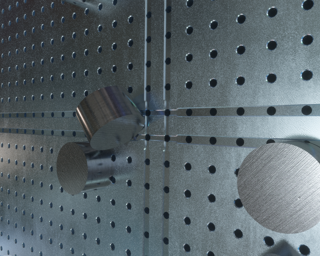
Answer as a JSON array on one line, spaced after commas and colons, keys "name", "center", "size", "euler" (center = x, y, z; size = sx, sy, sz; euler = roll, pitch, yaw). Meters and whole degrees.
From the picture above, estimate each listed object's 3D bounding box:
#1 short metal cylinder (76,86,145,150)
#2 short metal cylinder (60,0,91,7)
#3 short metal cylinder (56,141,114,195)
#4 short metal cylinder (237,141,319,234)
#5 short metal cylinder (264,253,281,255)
[{"name": "short metal cylinder", "center": [-0.068, -0.013, 0.427], "size": [0.080, 0.081, 0.050], "euler": [-45, 63, 30]}, {"name": "short metal cylinder", "center": [-0.147, -0.249, 0.512], "size": [0.080, 0.050, 0.079], "euler": [0, 90, 39]}, {"name": "short metal cylinder", "center": [-0.118, 0.061, 0.488], "size": [0.080, 0.050, 0.079], "euler": [0, 90, 39]}, {"name": "short metal cylinder", "center": [0.121, 0.053, 0.292], "size": [0.080, 0.050, 0.079], "euler": [0, 90, 39]}, {"name": "short metal cylinder", "center": [0.106, 0.166, 0.285], "size": [0.080, 0.081, 0.050], "euler": [52, 120, 27]}]
